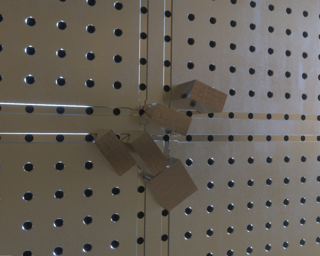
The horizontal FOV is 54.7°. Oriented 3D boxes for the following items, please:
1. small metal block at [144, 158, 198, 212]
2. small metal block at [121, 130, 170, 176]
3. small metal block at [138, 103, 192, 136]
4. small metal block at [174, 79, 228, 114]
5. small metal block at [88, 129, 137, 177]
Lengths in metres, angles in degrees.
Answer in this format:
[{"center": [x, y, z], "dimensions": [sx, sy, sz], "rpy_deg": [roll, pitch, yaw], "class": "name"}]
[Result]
[{"center": [0.015, 0.076, 0.419], "dimensions": [0.050, 0.025, 0.050], "rpy_deg": [-34, 101, -17], "class": "small metal block"}, {"center": [-0.020, 0.031, 0.393], "dimensions": [0.025, 0.050, 0.050], "rpy_deg": [-38, 103, -16], "class": "small metal block"}, {"center": [0.006, -0.010, 0.403], "dimensions": [0.050, 0.050, 0.025], "rpy_deg": [22, 83, -19], "class": "small metal block"}, {"center": [0.054, -0.041, 0.421], "dimensions": [0.050, 0.050, 0.025], "rpy_deg": [22, 83, -19], "class": "small metal block"}, {"center": [-0.059, 0.029, 0.378], "dimensions": [0.025, 0.050, 0.050], "rpy_deg": [-39, 103, -16], "class": "small metal block"}]
